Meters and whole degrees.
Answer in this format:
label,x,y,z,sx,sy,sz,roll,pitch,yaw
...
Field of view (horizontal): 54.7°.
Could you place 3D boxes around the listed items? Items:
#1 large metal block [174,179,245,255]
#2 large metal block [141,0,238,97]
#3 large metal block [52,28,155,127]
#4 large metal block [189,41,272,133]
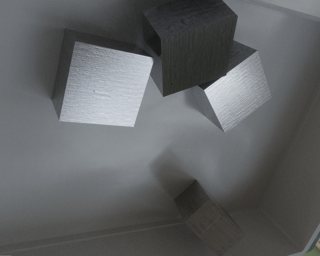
label,x,y,z,sx,sy,sz,roll,pitch,yaw
large metal block,0.073,0.137,0.479,0.050,0.080,0.080,-43,102,1
large metal block,0.029,-0.089,0.334,0.081,0.050,0.080,-20,146,-12
large metal block,-0.062,-0.051,0.327,0.081,0.050,0.079,5,116,-31
large metal block,0.090,-0.054,0.408,0.080,0.050,0.080,-37,129,-4
